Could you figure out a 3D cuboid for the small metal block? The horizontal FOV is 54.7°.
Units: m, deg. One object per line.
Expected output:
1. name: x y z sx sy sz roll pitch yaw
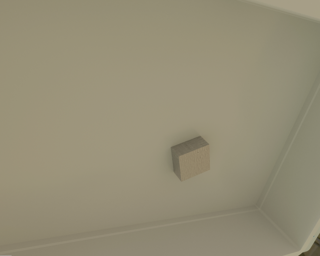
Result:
1. small metal block: 0.046 0.046 0.465 0.050 0.025 0.050 -20 126 -17
